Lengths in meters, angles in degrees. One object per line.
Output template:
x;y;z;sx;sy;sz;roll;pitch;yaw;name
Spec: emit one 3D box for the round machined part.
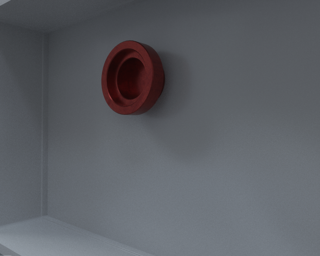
-0.032;-0.066;0.424;0.098;0.042;0.097;0;90;40;round machined part
